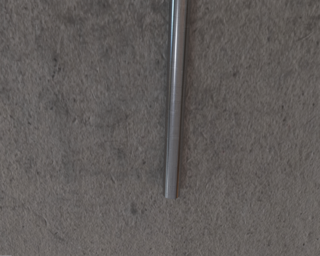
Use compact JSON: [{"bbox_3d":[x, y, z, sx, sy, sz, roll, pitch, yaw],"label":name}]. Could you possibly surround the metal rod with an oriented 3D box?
[{"bbox_3d":[0.020,-0.045,0.393,0.025,0.025,0.298,1,110,-1],"label":"metal rod"}]
